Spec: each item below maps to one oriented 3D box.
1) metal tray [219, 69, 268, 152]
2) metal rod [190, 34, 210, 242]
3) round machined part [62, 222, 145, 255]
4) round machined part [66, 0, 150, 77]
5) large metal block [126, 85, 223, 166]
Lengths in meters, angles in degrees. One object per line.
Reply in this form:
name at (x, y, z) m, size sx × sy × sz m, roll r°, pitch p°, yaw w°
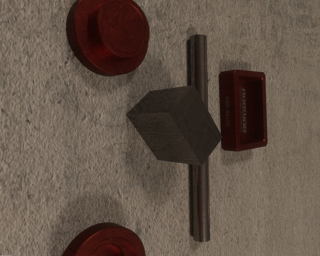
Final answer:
metal tray at (0.143, -0.030, 0.523) m, size 0.091 × 0.030 × 0.129 m, roll -5°, pitch 93°, yaw -40°
metal rod at (0.059, 0.015, 0.456) m, size 0.025 × 0.025 × 0.298 m, roll -2°, pitch 91°, yaw -40°
round machined part at (-0.067, 0.153, 0.339) m, size 0.099 × 0.042 × 0.097 m, roll 0°, pitch 90°, yaw -40°
round machined part at (-0.051, -0.110, 0.352) m, size 0.099 × 0.042 × 0.097 m, roll 0°, pitch 90°, yaw -40°
large metal block at (0.018, -0.003, 0.386) m, size 0.050 × 0.080 × 0.080 m, roll -48°, pitch 119°, yaw -29°
